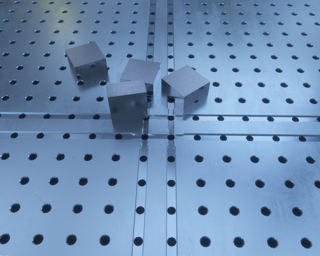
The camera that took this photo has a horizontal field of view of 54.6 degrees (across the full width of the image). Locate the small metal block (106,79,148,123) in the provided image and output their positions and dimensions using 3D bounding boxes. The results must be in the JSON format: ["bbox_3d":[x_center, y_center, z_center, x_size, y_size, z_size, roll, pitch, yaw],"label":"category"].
[{"bbox_3d":[-0.044,-0.036,0.422,0.050,0.050,0.025,-9,51,-7],"label":"small metal block"}]

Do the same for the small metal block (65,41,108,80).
[{"bbox_3d":[-0.118,-0.109,0.499,0.050,0.025,0.050,-21,53,-17],"label":"small metal block"}]

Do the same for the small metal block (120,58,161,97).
[{"bbox_3d":[-0.028,-0.078,0.473,0.050,0.025,0.050,10,51,8],"label":"small metal block"}]

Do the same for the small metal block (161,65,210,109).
[{"bbox_3d":[0.037,-0.062,0.460,0.050,0.025,0.050,-32,57,-24],"label":"small metal block"}]
